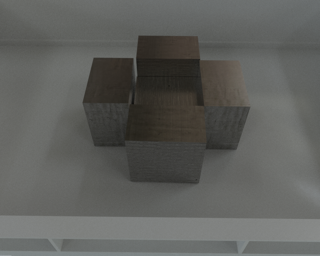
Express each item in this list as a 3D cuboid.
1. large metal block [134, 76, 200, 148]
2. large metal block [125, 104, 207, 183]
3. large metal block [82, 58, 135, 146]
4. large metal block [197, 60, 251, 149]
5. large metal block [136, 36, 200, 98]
[{"bbox_3d":[0.009,-0.022,0.404,0.080,0.050,0.080,1,50,0],"label":"large metal block"},{"bbox_3d":[0.006,0.020,0.351,0.080,0.080,0.050,1,50,1],"label":"large metal block"},{"bbox_3d":[-0.059,-0.032,0.395,0.050,0.080,0.080,1,50,1],"label":"large metal block"},{"bbox_3d":[0.074,-0.029,0.393,0.050,0.080,0.080,1,50,1],"label":"large metal block"},{"bbox_3d":[0.011,-0.081,0.435,0.080,0.080,0.050,1,50,0],"label":"large metal block"}]
